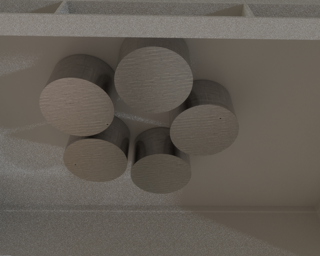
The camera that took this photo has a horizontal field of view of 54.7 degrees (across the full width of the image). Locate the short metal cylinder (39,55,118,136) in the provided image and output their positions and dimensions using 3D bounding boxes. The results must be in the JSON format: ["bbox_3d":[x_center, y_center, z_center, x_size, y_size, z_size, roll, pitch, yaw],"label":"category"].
[{"bbox_3d":[-0.090,-0.037,0.358,0.081,0.050,0.079,0,130,0],"label":"short metal cylinder"}]

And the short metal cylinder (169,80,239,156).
[{"bbox_3d":[0.052,-0.011,0.381,0.081,0.050,0.079,0,130,0],"label":"short metal cylinder"}]

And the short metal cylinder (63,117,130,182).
[{"bbox_3d":[-0.082,0.027,0.412,0.081,0.050,0.079,0,130,0],"label":"short metal cylinder"}]

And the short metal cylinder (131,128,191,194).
[{"bbox_3d":[0.001,0.046,0.429,0.081,0.050,0.079,0,130,0],"label":"short metal cylinder"}]

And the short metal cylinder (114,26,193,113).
[{"bbox_3d":[-0.006,-0.063,0.336,0.081,0.050,0.079,0,130,0],"label":"short metal cylinder"}]
